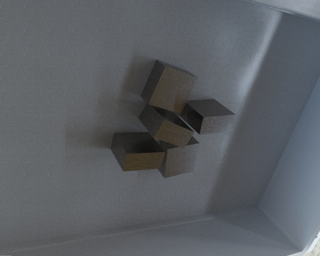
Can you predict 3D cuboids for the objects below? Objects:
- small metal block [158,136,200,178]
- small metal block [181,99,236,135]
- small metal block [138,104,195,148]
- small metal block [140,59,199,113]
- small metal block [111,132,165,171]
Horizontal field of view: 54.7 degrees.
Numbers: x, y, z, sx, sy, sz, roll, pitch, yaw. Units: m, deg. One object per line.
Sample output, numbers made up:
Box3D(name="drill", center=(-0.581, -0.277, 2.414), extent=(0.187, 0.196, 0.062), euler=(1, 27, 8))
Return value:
Box3D(name="small metal block", center=(0.026, 0.040, 0.448), extent=(0.050, 0.025, 0.050), euler=(-9, 122, -24))
Box3D(name="small metal block", center=(0.064, -0.016, 0.417), extent=(0.050, 0.050, 0.025), euler=(-5, 121, -26))
Box3D(name="small metal block", center=(0.007, -0.004, 0.394), extent=(0.050, 0.050, 0.025), euler=(21, 107, -36))
Box3D(name="small metal block", center=(0.011, -0.050, 0.383), extent=(0.050, 0.025, 0.050), euler=(13, 112, -34))
Box3D(name="small metal block", center=(-0.029, 0.029, 0.394), extent=(0.050, 0.050, 0.025), euler=(0, 119, -28))
